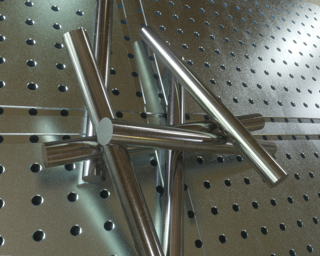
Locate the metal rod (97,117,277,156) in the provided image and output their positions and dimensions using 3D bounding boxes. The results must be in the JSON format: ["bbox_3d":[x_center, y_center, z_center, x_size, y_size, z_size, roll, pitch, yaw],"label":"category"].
[{"bbox_3d":[0.060,0.018,0.377,0.302,0.025,0.025,8,57,-43],"label":"metal rod"}]

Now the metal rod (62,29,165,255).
[{"bbox_3d":[-0.036,0.047,0.307,0.025,0.025,0.299,-18,88,-35],"label":"metal rod"}]

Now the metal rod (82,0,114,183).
[{"bbox_3d":[-0.078,-0.074,0.410,0.025,0.025,0.299,11,57,-22],"label":"metal rod"}]

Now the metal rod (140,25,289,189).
[{"bbox_3d":[0.055,-0.046,0.414,0.025,0.025,0.300,-13,53,-33],"label":"metal rod"}]

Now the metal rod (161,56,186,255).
[{"bbox_3d":[0.020,0.022,0.404,0.025,0.025,0.300,16,55,-19],"label":"metal rod"}]

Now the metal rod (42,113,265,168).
[{"bbox_3d":[0.017,0.009,0.377,0.302,0.025,0.025,-8,66,-31],"label":"metal rod"}]
